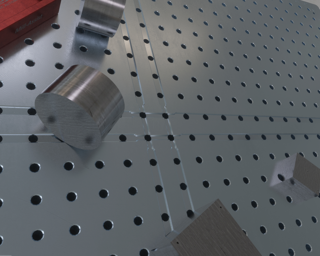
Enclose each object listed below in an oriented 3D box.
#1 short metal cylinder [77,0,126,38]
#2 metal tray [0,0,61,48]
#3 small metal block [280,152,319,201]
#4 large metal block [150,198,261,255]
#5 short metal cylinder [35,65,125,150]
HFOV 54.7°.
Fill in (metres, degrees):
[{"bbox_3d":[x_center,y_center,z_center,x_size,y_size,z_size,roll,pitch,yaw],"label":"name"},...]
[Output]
[{"bbox_3d":[-0.082,-0.174,0.434,0.050,0.080,0.080,12,57,-22],"label":"short metal cylinder"},{"bbox_3d":[-0.203,-0.161,0.393,0.090,0.030,0.130,38,51,-3],"label":"metal tray"},{"bbox_3d":[0.220,0.075,0.481,0.050,0.025,0.050,35,51,-5],"label":"small metal block"},{"bbox_3d":[0.051,0.138,0.336,0.081,0.050,0.080,-30,78,-38],"label":"large metal block"},{"bbox_3d":[-0.086,-0.022,0.340,0.080,0.080,0.050,35,51,-5],"label":"short metal cylinder"}]
